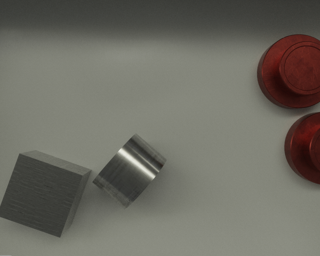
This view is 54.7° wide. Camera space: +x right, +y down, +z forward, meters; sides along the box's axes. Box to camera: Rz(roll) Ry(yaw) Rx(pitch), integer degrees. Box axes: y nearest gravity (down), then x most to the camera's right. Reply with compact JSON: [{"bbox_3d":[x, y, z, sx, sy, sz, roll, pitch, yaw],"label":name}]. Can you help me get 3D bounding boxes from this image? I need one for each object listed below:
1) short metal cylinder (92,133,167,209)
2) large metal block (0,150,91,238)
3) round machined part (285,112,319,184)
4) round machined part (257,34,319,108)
[{"bbox_3d":[-0.037,0.053,0.384,0.050,0.080,0.080,41,90,-1],"label":"short metal cylinder"},{"bbox_3d":[-0.145,0.081,0.397,0.080,0.050,0.080,20,90,-1],"label":"large metal block"},{"bbox_3d":[0.221,0.027,0.406,0.099,0.042,0.097,0,90,-1],"label":"round machined part"},{"bbox_3d":[0.183,-0.075,0.405,0.099,0.042,0.097,0,90,-1],"label":"round machined part"}]
